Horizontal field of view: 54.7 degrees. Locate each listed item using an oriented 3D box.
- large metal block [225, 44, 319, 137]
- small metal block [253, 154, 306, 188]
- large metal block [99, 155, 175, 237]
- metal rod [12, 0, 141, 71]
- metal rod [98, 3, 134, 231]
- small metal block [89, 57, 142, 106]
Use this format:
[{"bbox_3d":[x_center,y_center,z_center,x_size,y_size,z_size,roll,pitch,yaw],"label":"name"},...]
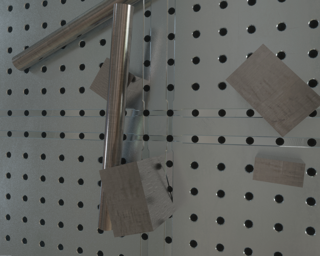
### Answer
[{"bbox_3d":[0.124,-0.037,0.339,0.050,0.080,0.080,-45,76,15],"label":"large metal block"},{"bbox_3d":[0.134,0.047,0.352,0.050,0.050,0.025,7,92,20],"label":"small metal block"},{"bbox_3d":[-0.026,0.082,0.392,0.050,0.080,0.080,-16,85,19],"label":"large metal block"},{"bbox_3d":[-0.094,-0.160,0.445,0.300,0.025,0.025,-24,82,18],"label":"metal rod"},{"bbox_3d":[-0.060,-0.006,0.411,0.025,0.025,0.298,10,102,19],"label":"metal rod"},{"bbox_3d":[-0.062,-0.063,0.435,0.050,0.025,0.050,35,101,16],"label":"small metal block"}]
